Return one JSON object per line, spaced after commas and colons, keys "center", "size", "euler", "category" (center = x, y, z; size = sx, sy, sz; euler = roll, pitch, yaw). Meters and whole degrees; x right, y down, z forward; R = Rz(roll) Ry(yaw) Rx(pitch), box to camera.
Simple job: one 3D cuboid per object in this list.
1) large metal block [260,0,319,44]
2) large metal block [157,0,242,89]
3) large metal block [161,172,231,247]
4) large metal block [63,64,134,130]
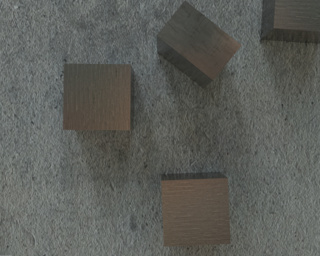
{"center": [0.180, -0.157, 0.399], "size": [0.080, 0.050, 0.080], "euler": [4, 90, 0], "category": "large metal block"}
{"center": [0.043, -0.097, 0.383], "size": [0.080, 0.080, 0.050], "euler": [39, 90, 0], "category": "large metal block"}
{"center": [0.043, 0.101, 0.398], "size": [0.081, 0.050, 0.080], "euler": [-2, 90, 0], "category": "large metal block"}
{"center": [-0.076, -0.037, 0.397], "size": [0.081, 0.050, 0.080], "euler": [1, 90, 0], "category": "large metal block"}
